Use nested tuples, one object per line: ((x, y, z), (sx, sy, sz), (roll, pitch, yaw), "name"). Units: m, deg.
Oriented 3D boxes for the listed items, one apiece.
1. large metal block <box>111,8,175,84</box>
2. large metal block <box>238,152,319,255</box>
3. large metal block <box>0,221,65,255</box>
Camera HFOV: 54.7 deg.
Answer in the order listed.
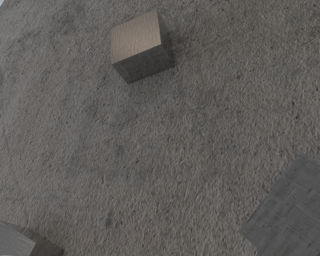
((-0.028, -0.125, 0.479), (0.080, 0.050, 0.080), (-18, 55, 18), "large metal block")
((0.119, 0.079, 0.257), (0.080, 0.080, 0.050), (-50, 51, -7), "large metal block")
((-0.178, 0.169, 0.378), (0.080, 0.050, 0.080), (12, 68, 33), "large metal block")
